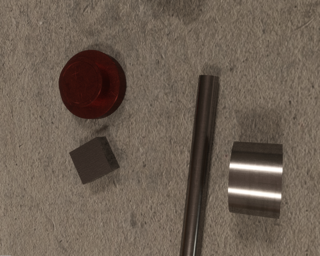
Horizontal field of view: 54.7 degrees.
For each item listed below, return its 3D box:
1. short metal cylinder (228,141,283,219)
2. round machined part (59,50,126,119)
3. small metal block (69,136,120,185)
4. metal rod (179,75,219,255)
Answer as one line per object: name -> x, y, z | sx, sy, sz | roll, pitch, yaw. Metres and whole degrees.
short metal cylinder -> 0.106, 0.056, 0.342 | 0.050, 0.080, 0.079 | 3, 91, 20
round machined part -> -0.101, -0.061, 0.434 | 0.098, 0.042, 0.097 | 0, 90, 19
small metal block -> -0.093, 0.046, 0.441 | 0.050, 0.025, 0.050 | -29, 81, 17
metal rod -> 0.046, 0.084, 0.392 | 0.025, 0.025, 0.298 | 7, 92, 19
